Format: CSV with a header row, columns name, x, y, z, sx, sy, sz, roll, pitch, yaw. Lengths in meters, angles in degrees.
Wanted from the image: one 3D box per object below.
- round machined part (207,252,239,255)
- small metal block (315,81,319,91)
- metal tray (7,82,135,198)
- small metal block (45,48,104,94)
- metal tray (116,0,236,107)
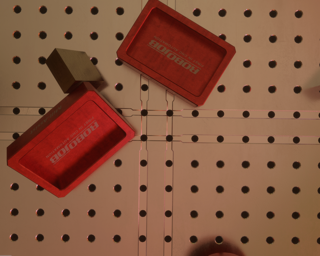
name,x,y,z,sx,sy,sz,roll,pitch,yaw
round machined part,0.083,0.211,0.405,0.099,0.042,0.097,0,90,0
small metal block,0.240,-0.067,0.402,0.025,0.050,0.050,42,90,0
metal tray,-0.108,0.017,0.385,0.130,0.030,0.090,-41,127,0
small metal block,-0.107,-0.071,0.392,0.025,0.050,0.050,-40,76,28
metal tray,0.021,-0.097,0.410,0.130,0.030,0.090,31,90,0
